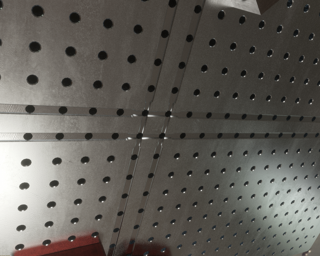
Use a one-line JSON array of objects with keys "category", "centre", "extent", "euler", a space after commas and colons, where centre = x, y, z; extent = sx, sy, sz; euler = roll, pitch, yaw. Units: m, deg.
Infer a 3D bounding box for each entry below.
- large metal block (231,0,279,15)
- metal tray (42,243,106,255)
[{"category": "large metal block", "centre": [0.115, -0.188, 0.343], "extent": [0.080, 0.050, 0.080], "euler": [-40, 130, -2]}, {"category": "metal tray", "centre": [-0.151, 0.230, 0.468], "extent": [0.131, 0.030, 0.089], "euler": [-3, 120, -27]}]
